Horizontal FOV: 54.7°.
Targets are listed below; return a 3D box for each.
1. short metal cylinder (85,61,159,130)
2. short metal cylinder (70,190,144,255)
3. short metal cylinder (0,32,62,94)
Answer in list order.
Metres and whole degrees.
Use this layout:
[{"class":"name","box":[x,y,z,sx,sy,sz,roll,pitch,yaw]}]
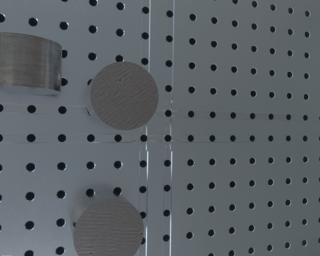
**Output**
[{"class":"short metal cylinder","box":[-0.048,-0.037,0.381,0.081,0.050,0.079,0,90,-20]},{"class":"short metal cylinder","box":[-0.065,0.120,0.375,0.081,0.050,0.079,0,90,-20]},{"class":"short metal cylinder","box":[-0.147,-0.065,0.329,0.081,0.080,0.050,1,90,-20]}]
